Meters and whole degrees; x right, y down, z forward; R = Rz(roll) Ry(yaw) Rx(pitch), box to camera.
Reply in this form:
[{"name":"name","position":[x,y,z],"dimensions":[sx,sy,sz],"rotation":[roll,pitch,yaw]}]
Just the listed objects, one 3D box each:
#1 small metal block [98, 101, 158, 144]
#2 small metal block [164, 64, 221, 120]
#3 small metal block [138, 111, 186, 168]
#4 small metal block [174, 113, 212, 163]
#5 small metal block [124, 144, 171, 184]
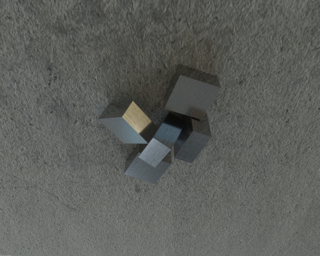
[{"name":"small metal block","position":[-0.040,-0.006,0.386],"dimensions":[0.050,0.025,0.050],"rotation":[-3,139,46]},{"name":"small metal block","position":[0.037,-0.042,0.371],"dimensions":[0.050,0.025,0.050],"rotation":[16,128,-13]},{"name":"small metal block","position":[0.003,0.015,0.393],"dimensions":[0.025,0.050,0.050],"rotation":[34,139,-3]},{"name":"small metal block","position":[0.040,0.008,0.398],"dimensions":[0.025,0.050,0.050],"rotation":[19,128,-16]},{"name":"small metal block","position":[-0.018,0.051,0.450],"dimensions":[0.050,0.025,0.050],"rotation":[22,127,-18]}]
